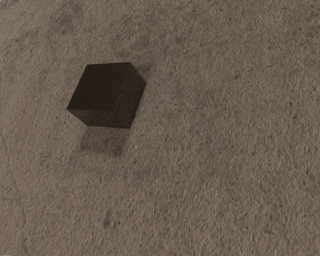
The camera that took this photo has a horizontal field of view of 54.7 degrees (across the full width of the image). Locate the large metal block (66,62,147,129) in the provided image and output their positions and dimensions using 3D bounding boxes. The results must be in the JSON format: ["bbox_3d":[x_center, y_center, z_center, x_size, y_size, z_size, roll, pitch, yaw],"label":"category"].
[{"bbox_3d":[-0.077,-0.048,0.456,0.080,0.050,0.080,4,63,29],"label":"large metal block"}]
